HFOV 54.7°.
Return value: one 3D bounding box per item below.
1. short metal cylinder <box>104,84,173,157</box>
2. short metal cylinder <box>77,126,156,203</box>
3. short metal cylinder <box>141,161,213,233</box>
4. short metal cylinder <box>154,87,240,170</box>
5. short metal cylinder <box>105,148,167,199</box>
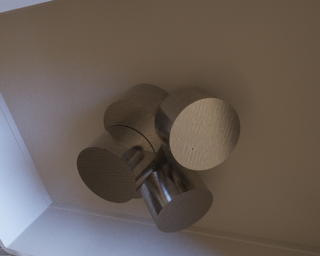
[{"bbox_3d":[-0.024,-0.009,0.395,0.080,0.050,0.079,13,124,20],"label":"short metal cylinder"},{"bbox_3d":[-0.052,0.044,0.377,0.080,0.050,0.079,13,124,20],"label":"short metal cylinder"},{"bbox_3d":[0.022,0.090,0.405,0.050,0.081,0.079,54,144,44],"label":"short metal cylinder"},{"bbox_3d":[0.040,0.000,0.342,0.081,0.050,0.079,-7,111,-17],"label":"short metal cylinder"},{"bbox_3d":[-0.038,0.054,0.443,0.080,0.050,0.079,13,124,20],"label":"short metal cylinder"}]
